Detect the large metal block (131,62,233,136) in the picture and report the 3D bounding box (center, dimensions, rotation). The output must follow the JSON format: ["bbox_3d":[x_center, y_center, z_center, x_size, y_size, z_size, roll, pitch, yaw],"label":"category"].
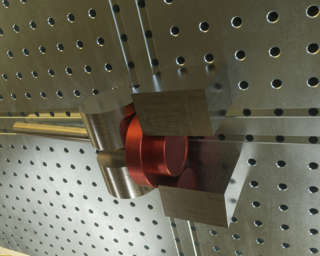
[{"bbox_3d":[0.028,-0.033,0.342,0.080,0.080,0.050,0,118,28],"label":"large metal block"}]

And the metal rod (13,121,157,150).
[{"bbox_3d":[-0.115,0.010,0.463,0.300,0.025,0.025,4,121,30],"label":"metal rod"}]

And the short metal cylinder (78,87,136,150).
[{"bbox_3d":[-0.057,-0.014,0.397,0.080,0.080,0.050,1,119,28],"label":"short metal cylinder"}]

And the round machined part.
[{"bbox_3d":[0.002,0.024,0.377,0.042,0.098,0.097,1,119,28],"label":"round machined part"}]

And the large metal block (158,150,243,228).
[{"bbox_3d":[0.055,0.072,0.392,0.080,0.080,0.050,3,120,27],"label":"large metal block"}]

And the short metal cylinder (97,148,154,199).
[{"bbox_3d":[-0.041,0.052,0.429,0.080,0.080,0.050,2,120,27],"label":"short metal cylinder"}]
